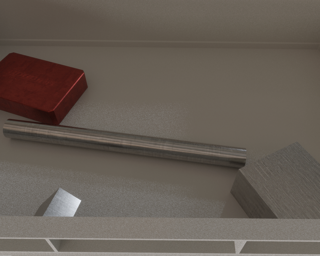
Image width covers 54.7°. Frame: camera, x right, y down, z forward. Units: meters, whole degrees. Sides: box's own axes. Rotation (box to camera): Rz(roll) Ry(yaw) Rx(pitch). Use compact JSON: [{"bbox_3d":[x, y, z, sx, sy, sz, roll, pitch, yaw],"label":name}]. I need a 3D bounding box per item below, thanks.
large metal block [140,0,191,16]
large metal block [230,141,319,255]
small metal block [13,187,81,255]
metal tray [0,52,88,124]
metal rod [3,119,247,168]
[{"bbox_3d":[0.014,-0.277,0.624,0.080,0.050,0.080,23,54,18],"label":"large metal block"},{"bbox_3d":[0.136,0.072,0.330,0.081,0.050,0.080,-21,54,-18],"label":"large metal block"},{"bbox_3d":[-0.109,0.093,0.301,0.025,0.050,0.050,38,39,-16],"label":"small metal block"},{"bbox_3d":[-0.185,-0.060,0.450,0.131,0.030,0.090,16,52,12],"label":"metal tray"},{"bbox_3d":[-0.047,0.019,0.388,0.302,0.025,0.025,7,50,5],"label":"metal rod"}]
